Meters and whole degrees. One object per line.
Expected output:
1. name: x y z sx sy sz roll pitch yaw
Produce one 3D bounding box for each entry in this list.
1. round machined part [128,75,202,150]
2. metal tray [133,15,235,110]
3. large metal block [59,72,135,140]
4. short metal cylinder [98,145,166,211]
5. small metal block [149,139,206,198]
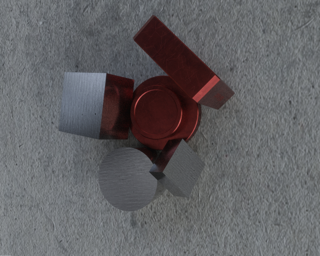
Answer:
1. round machined part: 0.001 -0.020 0.401 0.098 0.042 0.097 0 90 19
2. metal tray: 0.033 -0.065 0.341 0.030 0.130 0.090 -46 76 14
3. large metal block: -0.085 -0.030 0.412 0.080 0.050 0.079 9 93 36
4. short metal cylinder: -0.033 0.063 0.408 0.080 0.050 0.079 0 90 19
5. small metal block: 0.022 0.049 0.377 0.025 0.050 0.050 -8 131 50
